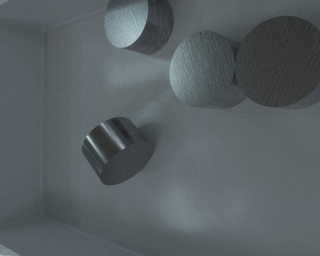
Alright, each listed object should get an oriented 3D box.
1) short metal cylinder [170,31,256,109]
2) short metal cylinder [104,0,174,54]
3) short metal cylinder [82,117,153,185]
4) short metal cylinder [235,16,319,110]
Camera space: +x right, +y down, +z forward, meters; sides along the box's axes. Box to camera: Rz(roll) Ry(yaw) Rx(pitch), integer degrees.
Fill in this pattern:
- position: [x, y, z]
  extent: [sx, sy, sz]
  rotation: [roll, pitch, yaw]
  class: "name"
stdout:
- position: [0.058, -0.061, 0.343]
  extent: [0.080, 0.050, 0.080]
  rotation: [0, 90, 40]
  class: "short metal cylinder"
- position: [-0.029, -0.143, 0.414]
  extent: [0.080, 0.050, 0.080]
  rotation: [0, 90, 40]
  class: "short metal cylinder"
- position: [-0.057, 0.031, 0.418]
  extent: [0.050, 0.081, 0.080]
  rotation: [48, 119, 29]
  class: "short metal cylinder"
- position: [0.119, -0.058, 0.292]
  extent: [0.080, 0.050, 0.080]
  rotation: [0, 90, 40]
  class: "short metal cylinder"
